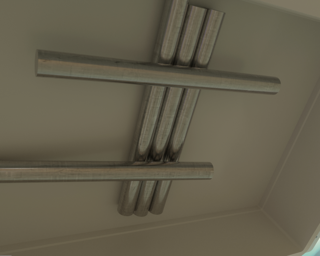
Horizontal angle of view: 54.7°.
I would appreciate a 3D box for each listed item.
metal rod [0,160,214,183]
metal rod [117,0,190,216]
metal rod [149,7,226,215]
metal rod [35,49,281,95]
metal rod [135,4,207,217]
[{"bbox_3d":[-0.071,0.053,0.377,0.302,0.025,0.025,3,117,-22],"label":"metal rod"},{"bbox_3d":[-0.015,-0.010,0.393,0.025,0.025,0.298,0,118,-29],"label":"metal rod"},{"bbox_3d":[0.028,-0.005,0.418,0.025,0.025,0.298,1,118,-29],"label":"metal rod"},{"bbox_3d":[0.022,-0.058,0.350,0.303,0.025,0.025,0,118,-28],"label":"metal rod"},{"bbox_3d":[0.005,-0.005,0.407,0.025,0.025,0.298,1,118,-29],"label":"metal rod"}]
